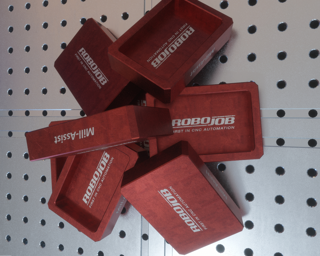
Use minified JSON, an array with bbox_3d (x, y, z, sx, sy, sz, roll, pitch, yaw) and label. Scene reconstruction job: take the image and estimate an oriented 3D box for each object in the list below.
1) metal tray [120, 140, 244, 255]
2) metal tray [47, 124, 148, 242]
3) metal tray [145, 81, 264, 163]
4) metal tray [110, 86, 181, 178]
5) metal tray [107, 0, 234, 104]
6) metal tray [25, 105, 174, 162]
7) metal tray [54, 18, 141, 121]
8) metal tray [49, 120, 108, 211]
[{"bbox_3d":[0.027,0.087,0.365,0.090,0.030,0.130,-31,113,18],"label":"metal tray"},{"bbox_3d":[-0.083,0.069,0.407,0.090,0.030,0.129,28,99,18],"label":"metal tray"},{"bbox_3d":[0.052,-0.005,0.372,0.131,0.030,0.090,-4,89,2],"label":"metal tray"},{"bbox_3d":[-0.022,0.000,0.418,0.090,0.030,0.129,-5,86,18],"label":"metal tray"},{"bbox_3d":[0.014,-0.101,0.370,0.090,0.030,0.130,35,68,17],"label":"metal tray"},{"bbox_3d":[-0.062,0.007,0.332,0.130,0.090,0.030,-13,86,24],"label":"metal tray"},{"bbox_3d":[-0.084,-0.078,0.422,0.090,0.030,0.130,-47,60,14],"label":"metal tray"},{"bbox_3d":[-0.112,0.052,0.450,0.090,0.030,0.129,-4,88,19],"label":"metal tray"}]
